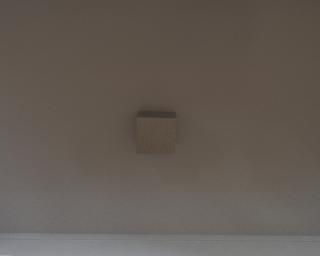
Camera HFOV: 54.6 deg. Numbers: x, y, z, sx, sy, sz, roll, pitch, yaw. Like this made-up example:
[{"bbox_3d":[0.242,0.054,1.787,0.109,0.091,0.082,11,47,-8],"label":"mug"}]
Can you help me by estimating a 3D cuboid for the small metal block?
[{"bbox_3d":[-0.005,0.006,0.409,0.050,0.025,0.050,2,110,-1],"label":"small metal block"}]
